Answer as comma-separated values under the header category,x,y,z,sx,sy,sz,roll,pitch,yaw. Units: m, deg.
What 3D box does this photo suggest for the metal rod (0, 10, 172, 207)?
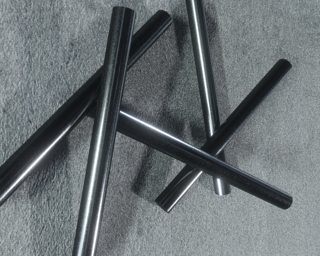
category,x,y,z,sx,sy,sz,roll,pitch,yaw
metal rod,-0.076,-0.038,0.340,0.301,0.025,0.025,-53,121,-27

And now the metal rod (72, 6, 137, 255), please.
category,x,y,z,sx,sy,sz,roll,pitch,yaw
metal rod,-0.062,0.024,0.329,0.025,0.025,0.298,9,92,-40

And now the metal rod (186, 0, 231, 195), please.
category,x,y,z,sx,sy,sz,roll,pitch,yaw
metal rod,0.074,-0.044,0.466,0.025,0.025,0.298,-17,101,-39

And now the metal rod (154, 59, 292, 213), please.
category,x,y,z,sx,sy,sz,roll,pitch,yaw
metal rod,0.102,0.001,0.454,0.301,0.025,0.025,-46,118,-18

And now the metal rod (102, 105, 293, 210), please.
category,x,y,z,sx,sy,sz,roll,pitch,yaw
metal rod,0.061,0.046,0.406,0.301,0.025,0.025,27,73,-21
